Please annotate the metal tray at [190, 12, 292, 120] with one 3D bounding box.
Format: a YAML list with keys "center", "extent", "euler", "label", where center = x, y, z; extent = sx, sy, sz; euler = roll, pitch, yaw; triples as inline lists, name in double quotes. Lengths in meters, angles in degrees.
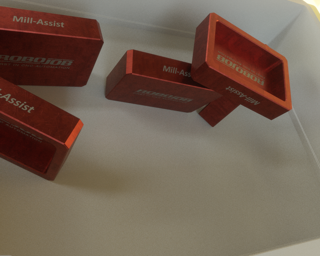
- center: [0.103, -0.075, 0.384]
  extent: [0.131, 0.030, 0.090]
  euler: [23, 56, -21]
  label: "metal tray"

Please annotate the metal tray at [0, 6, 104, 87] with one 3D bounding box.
- center: [-0.138, -0.084, 0.341]
  extent: [0.131, 0.090, 0.030]
  euler: [-2, 63, -30]
  label: "metal tray"

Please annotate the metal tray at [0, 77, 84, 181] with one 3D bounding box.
- center: [-0.146, -0.005, 0.288]
  extent: [0.131, 0.090, 0.030]
  euler: [29, 52, -10]
  label: "metal tray"

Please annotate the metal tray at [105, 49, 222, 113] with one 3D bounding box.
- center: [0.005, -0.054, 0.398]
  extent: [0.131, 0.090, 0.030]
  euler: [8, 73, -25]
  label: "metal tray"

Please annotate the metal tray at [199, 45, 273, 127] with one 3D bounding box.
- center: [0.121, -0.065, 0.470]
  extent: [0.030, 0.090, 0.131]
  euler: [44, 51, 1]
  label: "metal tray"
